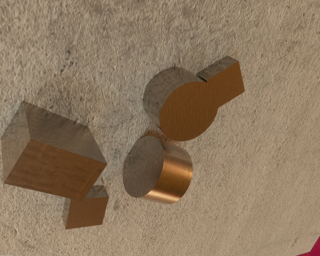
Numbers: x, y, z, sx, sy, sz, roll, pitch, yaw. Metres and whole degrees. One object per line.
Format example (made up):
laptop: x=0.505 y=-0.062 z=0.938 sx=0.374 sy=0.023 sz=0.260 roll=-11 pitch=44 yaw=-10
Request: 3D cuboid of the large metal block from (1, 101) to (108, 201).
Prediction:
large metal block: x=-0.113 y=0.024 z=0.325 sx=0.080 sy=0.080 sz=0.050 roll=26 pitch=104 yaw=-38

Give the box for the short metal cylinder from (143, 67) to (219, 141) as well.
short metal cylinder: x=0.025 y=-0.030 z=0.388 sx=0.081 sy=0.050 sz=0.079 roll=-14 pitch=124 yaw=-21

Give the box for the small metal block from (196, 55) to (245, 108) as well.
small metal block: x=0.082 y=-0.061 z=0.416 sx=0.050 sy=0.025 sz=0.050 roll=-32 pitch=129 yaw=-8

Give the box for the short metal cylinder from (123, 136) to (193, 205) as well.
short metal cylinder: x=-0.004 y=0.056 z=0.405 sx=0.050 sy=0.080 sz=0.080 roll=24 pitch=105 yaw=-37

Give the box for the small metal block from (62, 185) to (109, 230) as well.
small metal block: x=-0.101 y=0.106 z=0.419 sx=0.050 sy=0.025 sz=0.050 roll=2 pitch=118 yaw=-30
